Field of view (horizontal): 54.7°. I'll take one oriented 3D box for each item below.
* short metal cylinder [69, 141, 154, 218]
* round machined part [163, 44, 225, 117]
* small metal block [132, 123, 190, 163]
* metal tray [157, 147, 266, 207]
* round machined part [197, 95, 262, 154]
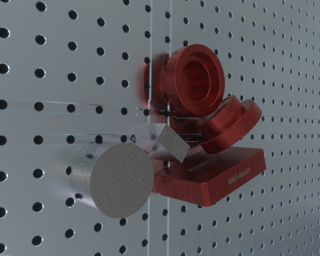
[{"bbox_3d":[-0.054,0.055,0.348,0.081,0.050,0.079,0,90,-40],"label":"short metal cylinder"},{"bbox_3d":[0.043,-0.064,0.434,0.099,0.042,0.097,0,89,-39],"label":"round machined part"},{"bbox_3d":[0.001,0.019,0.394,0.050,0.050,0.025,43,64,-32],"label":"small metal block"},{"bbox_3d":[0.072,0.060,0.428,0.131,0.090,0.030,-20,103,-38],"label":"metal tray"},{"bbox_3d":[0.092,-0.010,0.444,0.042,0.098,0.098,49,59,-6],"label":"round machined part"}]
